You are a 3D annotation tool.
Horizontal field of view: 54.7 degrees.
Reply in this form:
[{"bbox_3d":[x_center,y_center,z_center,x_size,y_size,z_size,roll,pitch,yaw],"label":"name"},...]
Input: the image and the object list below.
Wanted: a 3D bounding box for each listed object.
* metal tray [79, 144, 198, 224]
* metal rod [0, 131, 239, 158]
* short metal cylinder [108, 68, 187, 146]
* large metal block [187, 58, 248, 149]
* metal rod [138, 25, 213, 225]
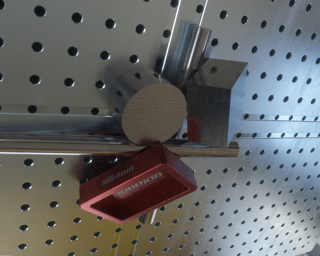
[{"bbox_3d":[-0.028,0.079,0.408,0.130,0.030,0.090,-29,138,17],"label":"metal tray"},{"bbox_3d":[-0.034,0.023,0.385,0.302,0.025,0.025,3,117,-22],"label":"metal rod"},{"bbox_3d":[-0.015,-0.026,0.370,0.081,0.050,0.079,-14,124,-21],"label":"short metal cylinder"},{"bbox_3d":[0.072,-0.033,0.388,0.080,0.050,0.079,-50,145,-48],"label":"large metal block"},{"bbox_3d":[0.014,0.013,0.426,0.025,0.025,0.298,1,118,-29],"label":"metal rod"}]
